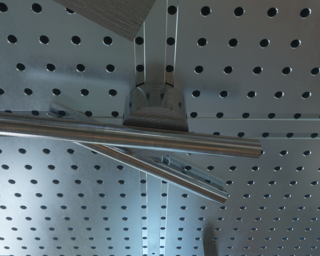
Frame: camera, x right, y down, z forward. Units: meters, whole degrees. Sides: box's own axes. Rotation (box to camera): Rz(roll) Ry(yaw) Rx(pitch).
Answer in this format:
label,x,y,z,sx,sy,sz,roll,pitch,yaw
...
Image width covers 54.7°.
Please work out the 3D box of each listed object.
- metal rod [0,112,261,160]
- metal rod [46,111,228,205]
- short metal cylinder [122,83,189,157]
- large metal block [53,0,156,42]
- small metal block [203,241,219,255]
label,x,y,z,sx,sy,sz,roll,pitch,yaw
metal rod,-0.034,0.010,0.353,0.302,0.025,0.025,6,130,-6
metal rod,-0.023,0.052,0.455,0.302,0.025,0.025,26,125,-21
short metal cylinder,-0.006,-0.010,0.387,0.081,0.050,0.079,-1,131,0
large metal block,-0.041,-0.139,0.277,0.080,0.050,0.080,24,126,-20
small metal block,0.106,0.264,0.622,0.025,0.050,0.050,-12,129,9
